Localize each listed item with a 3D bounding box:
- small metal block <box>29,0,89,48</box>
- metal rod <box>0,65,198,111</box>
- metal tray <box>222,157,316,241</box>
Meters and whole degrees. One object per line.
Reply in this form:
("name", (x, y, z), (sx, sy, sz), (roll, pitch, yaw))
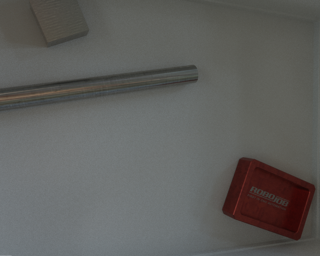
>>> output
("small metal block", (-0.119, -0.130, 0.367), (0.050, 0.025, 0.050), (-24, 99, -19))
("metal rod", (-0.092, -0.048, 0.376), (0.303, 0.025, 0.025), (-11, 94, -20))
("metal tray", (0.168, 0.108, 0.471), (0.131, 0.030, 0.090), (23, 82, -19))
